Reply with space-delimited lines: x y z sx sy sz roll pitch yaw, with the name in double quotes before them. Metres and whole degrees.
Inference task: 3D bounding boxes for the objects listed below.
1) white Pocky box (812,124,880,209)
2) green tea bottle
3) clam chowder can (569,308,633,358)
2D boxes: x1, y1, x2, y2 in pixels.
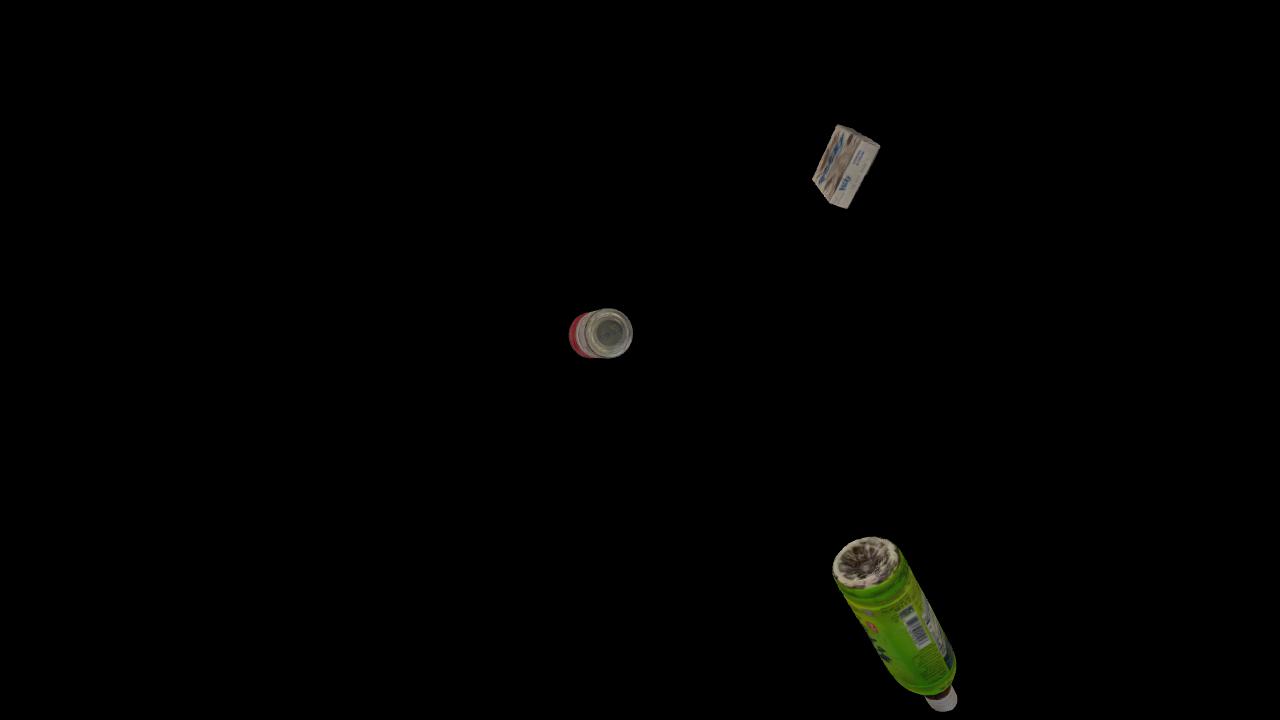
"white Pocky box" 0.267 -0.257 0.808 0.028 0.084 0.154 19 28 -4
"green tea bottle" 0.270 0.277 0.623 0.073 0.212 0.073 -29 16 9
"clam chowder can" -0.055 -0.035 0.844 0.068 0.068 0.102 0 1 -18
